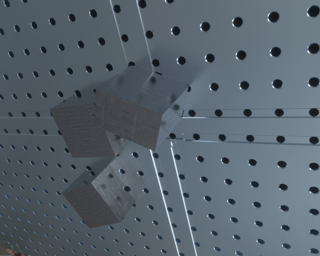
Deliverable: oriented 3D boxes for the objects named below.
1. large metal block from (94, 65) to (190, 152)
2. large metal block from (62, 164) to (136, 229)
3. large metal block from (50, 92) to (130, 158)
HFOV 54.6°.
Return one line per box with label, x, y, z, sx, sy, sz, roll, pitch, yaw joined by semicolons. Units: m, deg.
large metal block;-0.021;-0.028;0.370;0.080;0.080;0.050;23;127;14
large metal block;-0.103;0.117;0.522;0.080;0.050;0.080;-23;106;36
large metal block;-0.096;-0.005;0.443;0.080;0.050;0.080;-4;116;30
